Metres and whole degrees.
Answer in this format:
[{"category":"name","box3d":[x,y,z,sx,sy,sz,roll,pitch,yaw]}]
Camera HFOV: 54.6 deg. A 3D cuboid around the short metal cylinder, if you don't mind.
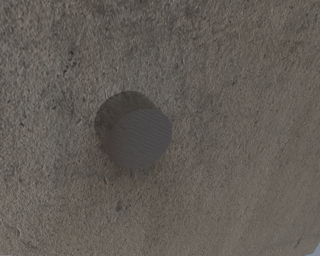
[{"category":"short metal cylinder","box3d":[-0.032,0.002,0.373,0.081,0.050,0.080,-14,124,-21]}]
